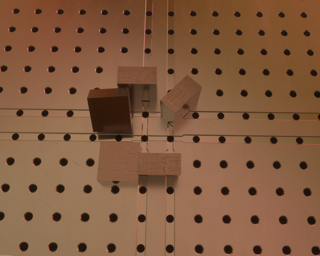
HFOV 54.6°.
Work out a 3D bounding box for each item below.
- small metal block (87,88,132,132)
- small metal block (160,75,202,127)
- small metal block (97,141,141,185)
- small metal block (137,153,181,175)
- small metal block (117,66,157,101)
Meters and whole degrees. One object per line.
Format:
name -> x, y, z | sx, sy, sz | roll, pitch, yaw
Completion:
small metal block -> -0.064, -0.023, 0.404 | 0.050, 0.050, 0.025 | -3, 32, -1
small metal block -> 0.027, -0.035, 0.412 | 0.025, 0.050, 0.050 | 42, 75, 14
small metal block -> -0.051, 0.045, 0.395 | 0.050, 0.025, 0.050 | 1, 70, 0
small metal block -> -0.001, 0.045, 0.380 | 0.050, 0.050, 0.025 | 1, 81, 0
small metal block -> -0.029, -0.059, 0.420 | 0.050, 0.050, 0.025 | 1, 70, 0
